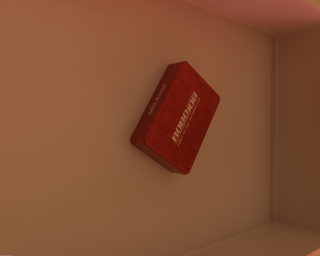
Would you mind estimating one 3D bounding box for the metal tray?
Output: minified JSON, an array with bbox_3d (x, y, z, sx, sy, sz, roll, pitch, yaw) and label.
[{"bbox_3d":[0.026,-0.014,0.424,0.090,0.030,0.130,39,66,-33],"label":"metal tray"}]
